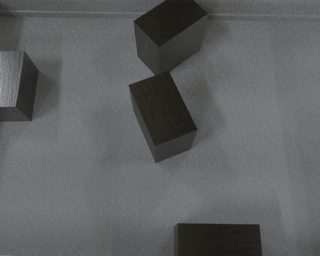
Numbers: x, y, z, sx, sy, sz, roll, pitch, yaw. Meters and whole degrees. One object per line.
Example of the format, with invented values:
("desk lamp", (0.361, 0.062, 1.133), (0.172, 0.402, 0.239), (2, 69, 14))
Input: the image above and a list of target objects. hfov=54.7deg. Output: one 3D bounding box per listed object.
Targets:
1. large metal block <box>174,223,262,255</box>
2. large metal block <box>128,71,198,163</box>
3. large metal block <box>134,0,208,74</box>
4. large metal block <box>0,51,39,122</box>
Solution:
("large metal block", (0.057, 0.131, 0.333), (0.081, 0.080, 0.050), (1, 70, 0))
("large metal block", (0.002, -0.010, 0.384), (0.050, 0.080, 0.080), (-21, 72, -8))
("large metal block", (0.014, -0.126, 0.427), (0.080, 0.080, 0.050), (-38, 75, -13))
("large metal block", (-0.217, -0.054, 0.414), (0.081, 0.050, 0.080), (-1, 70, -1))
